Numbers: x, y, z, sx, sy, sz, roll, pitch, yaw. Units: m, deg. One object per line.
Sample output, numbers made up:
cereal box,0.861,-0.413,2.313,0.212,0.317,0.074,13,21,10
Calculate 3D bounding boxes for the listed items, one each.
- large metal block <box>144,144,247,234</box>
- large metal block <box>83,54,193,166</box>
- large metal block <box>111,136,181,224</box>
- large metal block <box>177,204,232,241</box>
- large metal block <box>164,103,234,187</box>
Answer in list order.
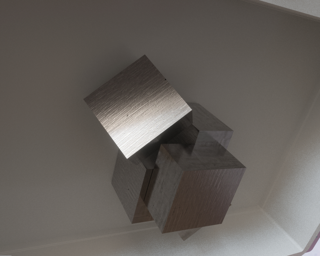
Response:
large metal block,0.037,0.065,0.346,0.081,0.050,0.079,2,118,-29
large metal block,-0.021,-0.018,0.339,0.080,0.080,0.050,-37,164,-4
large metal block,-0.019,0.062,0.399,0.050,0.080,0.079,1,118,-29
large metal block,0.045,0.106,0.452,0.080,0.080,0.050,-36,94,-5
large metal block,0.039,0.019,0.403,0.050,0.080,0.079,1,118,-29
